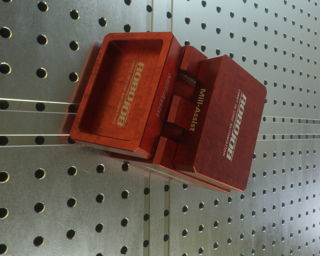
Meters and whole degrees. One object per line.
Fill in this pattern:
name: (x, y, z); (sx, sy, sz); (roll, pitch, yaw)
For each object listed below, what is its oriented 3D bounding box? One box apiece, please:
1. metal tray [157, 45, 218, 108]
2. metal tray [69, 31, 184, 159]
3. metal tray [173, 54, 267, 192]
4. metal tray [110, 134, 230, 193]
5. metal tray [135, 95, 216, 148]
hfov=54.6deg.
metal tray: (0.047, -0.055, 0.404); (0.131, 0.090, 0.030); (26, 74, -37)
metal tray: (-0.035, -0.039, 0.333); (0.030, 0.090, 0.130); (38, 65, -58)
metal tray: (0.072, -0.003, 0.347); (0.090, 0.030, 0.130); (26, 74, -37)
metal tray: (0.018, 0.044, 0.380); (0.131, 0.090, 0.030); (27, 74, -37)
metal tray: (0.031, 0.001, 0.390); (0.131, 0.090, 0.030); (25, 73, -38)
